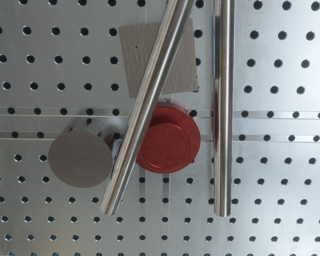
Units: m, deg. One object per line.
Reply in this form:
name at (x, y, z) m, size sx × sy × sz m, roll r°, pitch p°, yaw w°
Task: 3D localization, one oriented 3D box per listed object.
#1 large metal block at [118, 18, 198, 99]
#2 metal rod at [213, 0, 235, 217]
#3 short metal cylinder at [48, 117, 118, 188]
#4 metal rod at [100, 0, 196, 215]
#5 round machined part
large metal block at (0.000, -0.084, 0.369) m, size 0.080 × 0.050 × 0.079 m, roll -7°, pitch 110°, yaw 2°
metal rod at (0.084, -0.015, 0.409) m, size 0.025 × 0.025 × 0.298 m, roll -4°, pitch 110°, yaw 1°
short metal cylinder at (-0.099, 0.032, 0.410) m, size 0.081 × 0.050 × 0.079 m, roll 0°, pitch 110°, yaw -1°
metal rod at (-0.023, -0.010, 0.361) m, size 0.025 × 0.025 × 0.298 m, roll 18°, pitch 119°, yaw -7°
round machined part at (0.005, 0.018, 0.411) m, size 0.099 × 0.042 × 0.097 m, roll 0°, pitch 110°, yaw -1°
